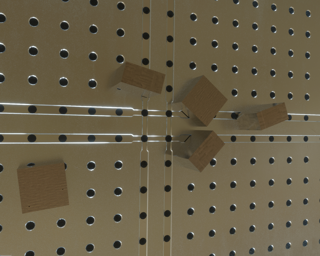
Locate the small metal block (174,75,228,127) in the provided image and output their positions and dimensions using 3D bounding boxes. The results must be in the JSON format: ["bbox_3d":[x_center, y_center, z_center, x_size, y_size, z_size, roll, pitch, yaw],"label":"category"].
[{"bbox_3d":[0.057,-0.037,0.433,0.050,0.025,0.050,43,77,-15],"label":"small metal block"}]

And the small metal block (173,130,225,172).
[{"bbox_3d":[0.052,0.030,0.418,0.025,0.050,0.050,47,76,-14],"label":"small metal block"}]

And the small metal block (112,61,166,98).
[{"bbox_3d":[-0.028,-0.059,0.389,0.050,0.050,0.025,15,85,-19],"label":"small metal block"}]

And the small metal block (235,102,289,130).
[{"bbox_3d":[0.148,-0.017,0.454,0.050,0.050,0.025,-20,97,-19],"label":"small metal block"}]

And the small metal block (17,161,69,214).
[{"bbox_3d":[-0.136,0.068,0.363,0.050,0.025,0.050,-7,93,-20],"label":"small metal block"}]
